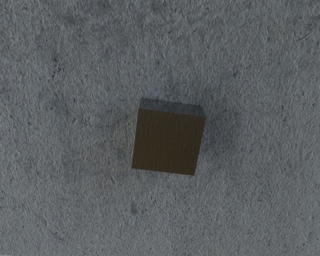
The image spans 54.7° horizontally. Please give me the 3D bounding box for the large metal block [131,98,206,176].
[{"bbox_3d":[0.009,0.010,0.402,0.081,0.050,0.079,7,110,-3],"label":"large metal block"}]
